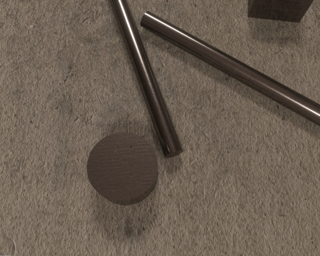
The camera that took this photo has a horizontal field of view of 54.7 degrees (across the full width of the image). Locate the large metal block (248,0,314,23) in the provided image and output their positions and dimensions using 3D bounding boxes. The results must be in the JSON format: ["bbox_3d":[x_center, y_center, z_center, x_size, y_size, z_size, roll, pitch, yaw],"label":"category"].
[{"bbox_3d":[0.183,-0.215,0.476,0.080,0.050,0.080,7,70,2],"label":"large metal block"}]

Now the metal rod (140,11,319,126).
[{"bbox_3d":[0.103,-0.087,0.441,0.301,0.025,0.025,32,73,10],"label":"metal rod"}]

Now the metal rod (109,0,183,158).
[{"bbox_3d":[-0.030,-0.100,0.444,0.025,0.025,0.299,-17,71,-7],"label":"metal rod"}]

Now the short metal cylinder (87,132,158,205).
[{"bbox_3d":[-0.043,0.051,0.376,0.081,0.050,0.080,0,70,0],"label":"short metal cylinder"}]
